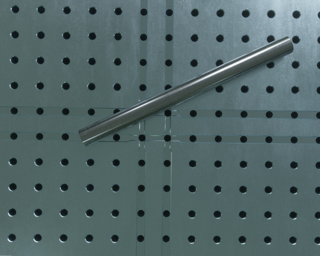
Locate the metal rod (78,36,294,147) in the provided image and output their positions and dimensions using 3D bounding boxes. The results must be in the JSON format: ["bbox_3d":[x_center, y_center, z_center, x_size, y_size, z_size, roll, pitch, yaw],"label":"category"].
[{"bbox_3d":[0.035,-0.049,0.413,0.301,0.025,0.025,-25,90,-1],"label":"metal rod"}]
